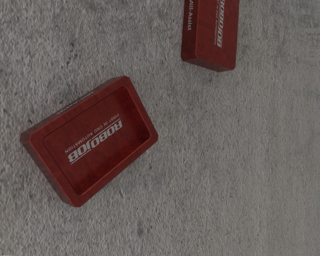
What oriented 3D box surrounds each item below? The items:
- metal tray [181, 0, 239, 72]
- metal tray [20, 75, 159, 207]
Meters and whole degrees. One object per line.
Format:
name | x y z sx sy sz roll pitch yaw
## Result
metal tray | 0.078 -0.157 0.466 0.091 0.030 0.129 7 86 -40
metal tray | -0.070 0.011 0.342 0.131 0.030 0.090 -40 114 -33
